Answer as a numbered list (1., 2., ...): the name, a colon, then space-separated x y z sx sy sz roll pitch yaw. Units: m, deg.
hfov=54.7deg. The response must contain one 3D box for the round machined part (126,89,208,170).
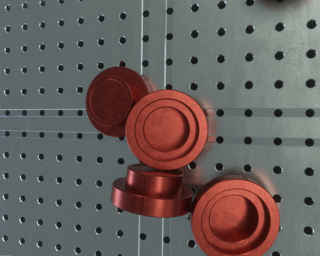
1. round machined part: 0.008 0.001 0.389 0.099 0.042 0.097 0 96 -2

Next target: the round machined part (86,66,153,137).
1. round machined part: -0.060 -0.036 0.424 0.098 0.042 0.097 0 90 19

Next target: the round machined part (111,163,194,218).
1. round machined part: -0.008 0.070 0.376 0.098 0.098 0.042 9 94 19

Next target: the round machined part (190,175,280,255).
1. round machined part: 0.084 0.103 0.363 0.099 0.042 0.097 0 94 -1
